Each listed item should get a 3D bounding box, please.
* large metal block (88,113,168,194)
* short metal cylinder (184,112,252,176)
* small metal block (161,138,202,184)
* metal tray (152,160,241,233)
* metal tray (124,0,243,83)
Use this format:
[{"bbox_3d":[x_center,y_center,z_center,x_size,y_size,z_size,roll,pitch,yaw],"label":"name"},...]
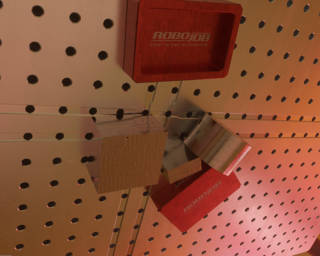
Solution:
[{"bbox_3d":[-0.043,0.030,0.392,0.081,0.050,0.079,-4,121,-27],"label":"large metal block"},{"bbox_3d":[0.080,0.022,0.435,0.080,0.080,0.050,29,102,-38],"label":"short metal cylinder"},{"bbox_3d":[0.024,0.045,0.438,0.050,0.050,0.025,-21,127,-16],"label":"small metal block"},{"bbox_3d":[0.063,0.105,0.510,0.130,0.030,0.090,-38,130,-3],"label":"metal tray"},{"bbox_3d":[0.027,-0.102,0.360,0.131,0.030,0.089,-7,122,-25],"label":"metal tray"}]
